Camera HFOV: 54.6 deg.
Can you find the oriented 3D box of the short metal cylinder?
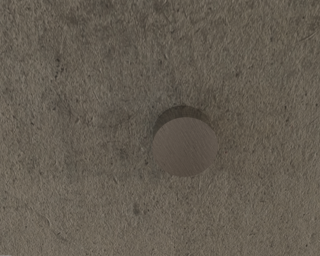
[{"bbox_3d":[0.031,0.016,0.402,0.080,0.050,0.079,0,110,0],"label":"short metal cylinder"}]
